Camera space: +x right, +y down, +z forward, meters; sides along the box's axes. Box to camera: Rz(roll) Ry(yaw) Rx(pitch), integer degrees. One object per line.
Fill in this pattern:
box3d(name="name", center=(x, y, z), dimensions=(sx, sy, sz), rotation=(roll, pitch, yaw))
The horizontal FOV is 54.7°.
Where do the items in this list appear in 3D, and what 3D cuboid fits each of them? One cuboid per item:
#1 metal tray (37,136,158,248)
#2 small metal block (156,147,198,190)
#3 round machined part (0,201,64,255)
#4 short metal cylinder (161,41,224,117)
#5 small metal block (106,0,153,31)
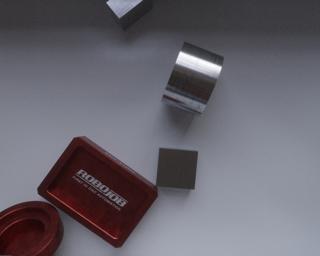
box3d(name="metal tray", center=(-0.079, 0.082, 0.407), dimensions=(0.130, 0.030, 0.090), rotation=(35, 90, -1))
box3d(name="small metal block", center=(0.022, 0.053, 0.412), dimensions=(0.050, 0.025, 0.050), rotation=(5, 90, -1))
box3d(name="round machined part", center=(-0.168, 0.140, 0.381), dimensions=(0.099, 0.098, 0.042), rotation=(-7, 123, -1))
box3d(name="short metal cylinder", center=(0.039, -0.060, 0.384), dimensions=(0.050, 0.080, 0.080), rotation=(21, 90, -1))
box3d(name="small metal block", center=(-0.037, -0.157, 0.398), dimensions=(0.050, 0.050, 0.025), rotation=(-39, 90, 0))
